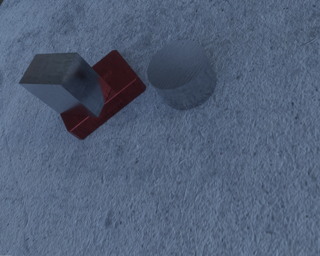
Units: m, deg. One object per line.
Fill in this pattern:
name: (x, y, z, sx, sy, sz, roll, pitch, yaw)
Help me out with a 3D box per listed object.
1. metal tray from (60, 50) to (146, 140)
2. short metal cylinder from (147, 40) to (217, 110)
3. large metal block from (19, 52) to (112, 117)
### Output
metal tray: (-0.096, -0.054, 0.484, 0.130, 0.030, 0.090, -38, 51, 2)
short metal cylinder: (0.030, -0.071, 0.415, 0.080, 0.050, 0.080, -13, 56, 21)
large metal block: (-0.130, -0.059, 0.434, 0.080, 0.080, 0.050, 6, 65, 31)
